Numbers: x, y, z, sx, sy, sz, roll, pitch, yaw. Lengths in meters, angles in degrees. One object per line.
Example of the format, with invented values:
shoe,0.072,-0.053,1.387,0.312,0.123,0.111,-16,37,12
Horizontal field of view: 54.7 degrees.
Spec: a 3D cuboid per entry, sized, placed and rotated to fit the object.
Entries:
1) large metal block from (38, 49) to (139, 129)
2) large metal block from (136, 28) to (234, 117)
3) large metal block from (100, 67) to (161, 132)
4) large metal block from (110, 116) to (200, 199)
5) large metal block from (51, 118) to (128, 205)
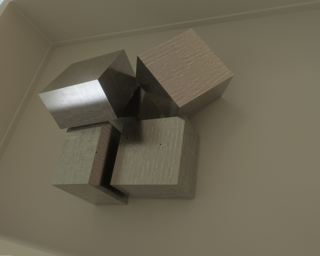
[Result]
large metal block,-0.081,-0.047,0.374,0.080,0.050,0.080,-9,33,23
large metal block,0.027,-0.062,0.378,0.080,0.050,0.080,-32,73,-19
large metal block,-0.044,-0.037,0.432,0.080,0.050,0.080,-1,61,27
large metal block,-0.003,0.036,0.363,0.080,0.050,0.080,-5,59,25
large metal block,-0.076,0.044,0.380,0.050,0.080,0.080,-6,59,25
